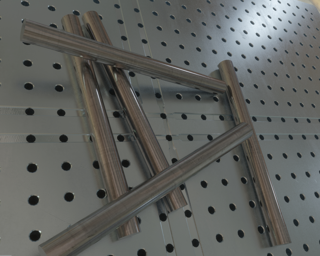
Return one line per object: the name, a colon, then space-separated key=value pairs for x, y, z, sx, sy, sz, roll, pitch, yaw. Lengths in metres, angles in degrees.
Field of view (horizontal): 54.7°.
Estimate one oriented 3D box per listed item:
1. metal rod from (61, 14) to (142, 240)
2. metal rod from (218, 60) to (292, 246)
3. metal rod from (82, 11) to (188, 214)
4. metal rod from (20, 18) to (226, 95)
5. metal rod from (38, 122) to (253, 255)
metal rod: x=-0.078 y=-0.019 z=0.378 sx=0.025 sy=0.025 sz=0.299 roll=-6 pitch=65 yaw=-31
metal rod: x=0.136 y=0.021 z=0.471 sx=0.025 sy=0.025 sz=0.299 roll=5 pitch=60 yaw=-26
metal rod: x=-0.040 y=-0.034 z=0.408 sx=0.025 sy=0.025 sz=0.299 roll=-13 pitch=69 yaw=-34
metal rod: x=-0.025 y=-0.086 z=0.420 sx=0.302 sy=0.025 sz=0.025 roll=9 pitch=57 yaw=-34
metal rod: x=0.013 y=0.056 z=0.348 sx=0.302 sy=0.025 sz=0.025 roll=-26 pitch=76 yaw=-37
